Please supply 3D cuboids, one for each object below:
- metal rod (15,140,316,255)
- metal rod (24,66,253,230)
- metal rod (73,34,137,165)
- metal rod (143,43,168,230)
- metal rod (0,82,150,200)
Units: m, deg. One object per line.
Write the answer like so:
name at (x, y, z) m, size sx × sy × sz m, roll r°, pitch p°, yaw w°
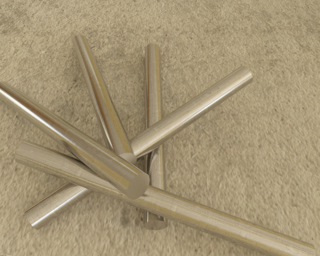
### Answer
metal rod at (0.000, 0.074, 0.308) m, size 0.301 × 0.025 × 0.025 m, roll 19°, pitch 52°, yaw 5°
metal rod at (-0.012, 0.014, 0.358) m, size 0.301 × 0.025 × 0.025 m, roll -34°, pitch 58°, yaw -14°
metal rod at (-0.085, -0.056, 0.417) m, size 0.025 × 0.025 × 0.300 m, roll -15°, pitch 42°, yaw -13°
metal rod at (-0.008, -0.014, 0.415) m, size 0.025 × 0.025 × 0.300 m, roll -1°, pitch 50°, yaw -1°
metal rod at (-0.123, -0.003, 0.354) m, size 0.300 × 0.025 × 0.025 m, roll 26°, pitch 53°, yaw 39°
